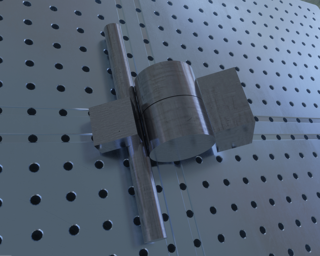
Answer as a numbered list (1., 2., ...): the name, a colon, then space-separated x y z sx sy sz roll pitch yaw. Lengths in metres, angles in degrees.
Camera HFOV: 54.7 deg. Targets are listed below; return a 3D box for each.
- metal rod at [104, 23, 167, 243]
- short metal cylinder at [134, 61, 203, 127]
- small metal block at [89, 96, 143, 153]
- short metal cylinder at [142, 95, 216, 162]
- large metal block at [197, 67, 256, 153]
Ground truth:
1. metal rod: -0.037 -0.013 0.390 0.025 0.025 0.299 0 62 -28
2. short metal cylinder: 0.011 -0.042 0.399 0.081 0.080 0.050 0 62 -28
3. small metal block: -0.052 -0.004 0.363 0.050 0.025 0.050 -16 64 3
4. short metal cylinder: 0.022 0.003 0.377 0.081 0.080 0.050 0 62 -28
5. large metal block: 0.089 -0.022 0.420 0.050 0.080 0.080 -16 65 6
